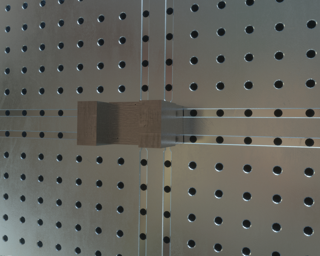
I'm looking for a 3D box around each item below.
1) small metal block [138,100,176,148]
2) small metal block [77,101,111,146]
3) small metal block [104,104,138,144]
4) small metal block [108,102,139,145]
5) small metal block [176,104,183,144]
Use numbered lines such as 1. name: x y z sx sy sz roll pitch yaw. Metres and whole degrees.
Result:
1. small metal block: -0.002 -0.004 0.344 0.025 0.050 0.050 1 90 20
2. small metal block: -0.073 -0.005 0.370 0.025 0.050 0.050 1 90 20
3. small metal block: -0.051 -0.005 0.415 0.025 0.050 0.050 1 90 20
4. small metal block: -0.033 -0.006 0.371 0.050 0.025 0.050 1 90 19
5. small metal block: 0.011 -0.004 0.394 0.025 0.050 0.050 -1 90 20
